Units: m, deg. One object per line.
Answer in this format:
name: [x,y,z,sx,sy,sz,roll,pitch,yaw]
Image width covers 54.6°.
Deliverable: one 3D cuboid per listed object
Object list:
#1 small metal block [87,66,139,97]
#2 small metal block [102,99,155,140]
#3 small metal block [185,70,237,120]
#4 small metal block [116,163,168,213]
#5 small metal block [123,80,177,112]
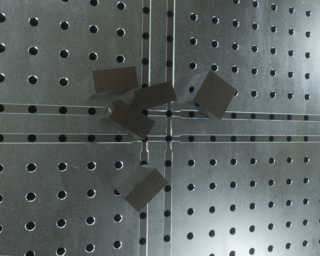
small metal block: [-0.059,-0.056,0.377,0.050,0.050,0.025,-10,94,-20]
small metal block: [-0.040,-0.010,0.384,0.050,0.050,0.025,33,80,-17]
small metal block: [0.072,-0.045,0.439,0.050,0.025,0.050,33,79,-17]
small metal block: [-0.024,0.073,0.390,0.050,0.050,0.025,-43,104,-15]
small metal block: [-0.014,-0.039,0.394,0.050,0.050,0.025,-18,96,-19]
